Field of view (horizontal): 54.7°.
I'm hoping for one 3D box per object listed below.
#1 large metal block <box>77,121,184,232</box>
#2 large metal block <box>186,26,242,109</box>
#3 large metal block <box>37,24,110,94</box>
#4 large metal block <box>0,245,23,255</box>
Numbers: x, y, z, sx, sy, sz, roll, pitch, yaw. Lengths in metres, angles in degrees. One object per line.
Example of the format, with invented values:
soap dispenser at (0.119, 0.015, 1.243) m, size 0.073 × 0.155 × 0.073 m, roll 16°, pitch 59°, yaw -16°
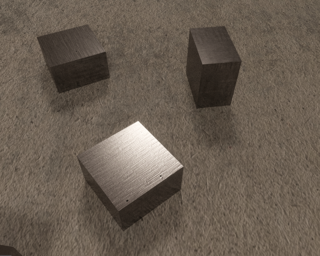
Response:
large metal block at (-0.032, 0.051, 0.344) m, size 0.081 × 0.050 × 0.080 m, roll -31°, pitch 57°, yaw -24°
large metal block at (0.072, -0.086, 0.441) m, size 0.050 × 0.080 × 0.080 m, roll -6°, pitch 50°, yaw -5°
large metal block at (-0.132, -0.108, 0.476) m, size 0.081 × 0.050 × 0.080 m, roll -21°, pitch 53°, yaw -17°
large metal block at (-0.156, 0.131, 0.256) m, size 0.080 × 0.080 × 0.050 m, roll 7°, pitch 51°, yaw 5°
